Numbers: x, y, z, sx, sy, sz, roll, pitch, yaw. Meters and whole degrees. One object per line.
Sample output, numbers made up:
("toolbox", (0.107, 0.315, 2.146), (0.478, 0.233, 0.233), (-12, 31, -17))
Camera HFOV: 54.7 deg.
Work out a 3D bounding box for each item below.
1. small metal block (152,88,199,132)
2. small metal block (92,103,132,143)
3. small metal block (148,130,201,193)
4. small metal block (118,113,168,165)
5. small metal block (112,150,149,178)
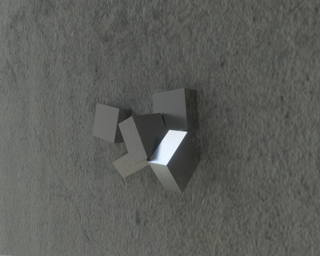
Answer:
("small metal block", (0.019, -0.020, 0.388), (0.050, 0.025, 0.050), (-6, 86, 39))
("small metal block", (-0.072, -0.008, 0.462), (0.050, 0.025, 0.050), (16, 100, 38))
("small metal block", (0.018, 0.038, 0.358), (0.025, 0.050, 0.050), (6, 137, 37))
("small metal block", (-0.015, 0.011, 0.368), (0.025, 0.050, 0.050), (-27, 79, 38))
("small metal block", (-0.027, 0.034, 0.405), (0.050, 0.050, 0.025), (-31, 97, 35))
